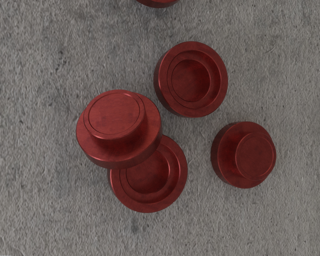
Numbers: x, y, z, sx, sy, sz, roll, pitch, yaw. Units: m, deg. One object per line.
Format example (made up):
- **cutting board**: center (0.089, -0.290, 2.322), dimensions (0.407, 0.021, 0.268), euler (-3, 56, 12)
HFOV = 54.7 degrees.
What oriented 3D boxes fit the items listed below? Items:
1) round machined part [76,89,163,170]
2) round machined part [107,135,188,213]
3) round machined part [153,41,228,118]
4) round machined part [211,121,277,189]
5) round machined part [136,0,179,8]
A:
- **round machined part**: center (-0.048, -0.005, 0.354), dimensions (0.099, 0.042, 0.098), euler (-3, 56, 5)
- **round machined part**: center (-0.018, 0.054, 0.393), dimensions (0.099, 0.042, 0.097), euler (0, 90, -20)
- **round machined part**: center (0.038, -0.062, 0.414), dimensions (0.099, 0.042, 0.097), euler (0, 90, -20)
- **round machined part**: center (0.127, 0.039, 0.446), dimensions (0.099, 0.042, 0.097), euler (0, 90, -20)
- **round machined part**: center (-0.008, -0.202, 0.397), dimensions (0.099, 0.042, 0.097), euler (0, 90, -20)
